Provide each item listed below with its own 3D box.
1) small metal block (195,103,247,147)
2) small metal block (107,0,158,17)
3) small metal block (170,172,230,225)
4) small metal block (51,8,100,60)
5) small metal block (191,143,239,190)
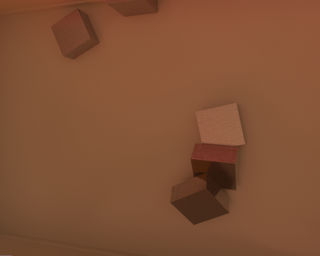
[{"bbox_3d":[0.076,0.000,0.383,0.050,0.025,0.050,-12,86,19],"label":"small metal block"},{"bbox_3d":[-0.035,-0.170,0.409,0.050,0.050,0.025,1,91,19],"label":"small metal block"},{"bbox_3d":[0.049,0.087,0.376,0.050,0.025,0.050,-28,119,26],"label":"small metal block"},{"bbox_3d":[-0.124,-0.136,0.453,0.050,0.025,0.050,-27,81,17],"label":"small metal block"},{"bbox_3d":[0.067,0.047,0.372,0.050,0.025,0.050,4,135,19],"label":"small metal block"}]
